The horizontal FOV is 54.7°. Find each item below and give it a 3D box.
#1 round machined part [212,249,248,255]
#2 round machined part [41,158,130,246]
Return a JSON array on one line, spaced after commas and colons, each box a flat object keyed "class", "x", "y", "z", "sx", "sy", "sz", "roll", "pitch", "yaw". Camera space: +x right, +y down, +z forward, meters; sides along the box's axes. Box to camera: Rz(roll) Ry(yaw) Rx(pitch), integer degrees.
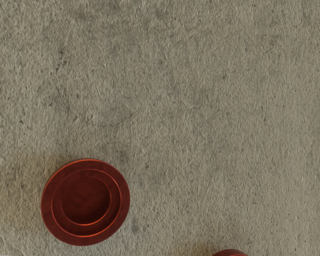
[{"class": "round machined part", "x": 0.093, "y": 0.218, "z": 0.434, "sx": 0.099, "sy": 0.042, "sz": 0.097, "roll": 0, "pitch": 90, "yaw": -20}, {"class": "round machined part", "x": -0.088, "y": 0.084, "z": 0.367, "sx": 0.099, "sy": 0.042, "sz": 0.097, "roll": 0, "pitch": 90, "yaw": -20}]
